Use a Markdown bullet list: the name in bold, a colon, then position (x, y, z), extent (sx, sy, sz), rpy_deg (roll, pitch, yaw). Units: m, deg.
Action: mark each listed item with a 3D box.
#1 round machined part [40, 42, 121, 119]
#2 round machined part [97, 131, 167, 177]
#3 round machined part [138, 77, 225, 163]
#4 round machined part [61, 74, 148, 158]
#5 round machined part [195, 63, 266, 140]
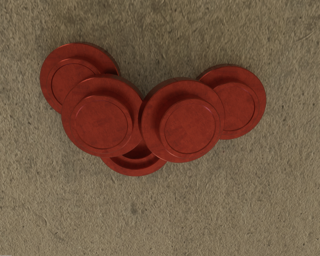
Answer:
- **round machined part**: position (-0.098, -0.054, 0.380), extent (0.099, 0.042, 0.097), rpy_deg (0, 110, -1)
- **round machined part**: position (-0.032, 0.011, 0.405), extent (0.099, 0.042, 0.097), rpy_deg (0, 110, -1)
- **round machined part**: position (0.027, -0.005, 0.345), extent (0.099, 0.042, 0.097), rpy_deg (-5, 109, -13)
- **round machined part**: position (-0.063, -0.010, 0.352), extent (0.099, 0.042, 0.097), rpy_deg (0, 110, -1)
- **round machined part**: position (0.086, -0.030, 0.392), extent (0.099, 0.042, 0.097), rpy_deg (0, 110, -1)
